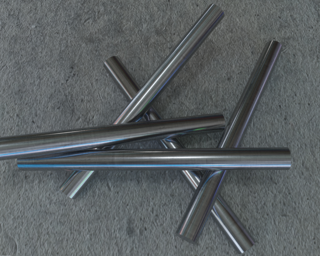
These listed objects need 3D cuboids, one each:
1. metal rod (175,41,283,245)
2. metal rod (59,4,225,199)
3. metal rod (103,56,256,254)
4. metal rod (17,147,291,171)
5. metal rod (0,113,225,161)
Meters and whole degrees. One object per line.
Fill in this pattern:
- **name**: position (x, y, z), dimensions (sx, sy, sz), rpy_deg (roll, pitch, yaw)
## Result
- **metal rod**: position (0.097, 0.000, 0.391), dimensions (0.025, 0.025, 0.300), rpy_deg (26, 65, 9)
- **metal rod**: position (-0.019, -0.037, 0.392), dimensions (0.025, 0.025, 0.300), rpy_deg (38, 85, 12)
- **metal rod**: position (0.015, 0.022, 0.399), dimensions (0.025, 0.025, 0.299), rpy_deg (-33, 73, -11)
- **metal rod**: position (-0.011, 0.036, 0.351), dimensions (0.302, 0.025, 0.025), rpy_deg (-1, 70, 5)
- **metal rod**: position (-0.066, 0.010, 0.357), dimensions (0.302, 0.025, 0.025), rpy_deg (-7, 70, -17)
